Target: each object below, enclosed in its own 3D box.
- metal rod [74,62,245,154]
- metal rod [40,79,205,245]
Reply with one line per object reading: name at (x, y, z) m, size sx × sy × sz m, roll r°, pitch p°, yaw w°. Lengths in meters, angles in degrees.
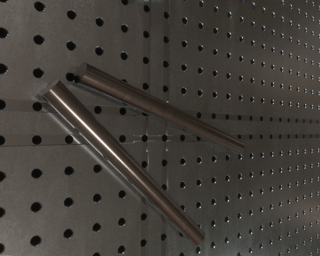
metal rod at (0.023, -0.015, 0.430) m, size 0.302 × 0.025 × 0.025 m, roll 23°, pitch 76°, yaw -38°
metal rod at (-0.029, 0.060, 0.387) m, size 0.300 × 0.025 × 0.025 m, roll 50°, pitch 60°, yaw -28°
